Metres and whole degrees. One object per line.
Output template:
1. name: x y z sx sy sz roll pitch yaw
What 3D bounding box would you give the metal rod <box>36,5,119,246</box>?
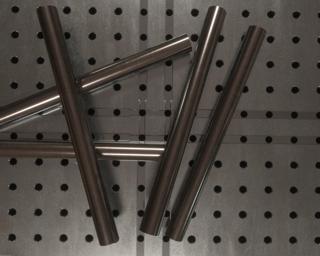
1. metal rod: -0.102 -0.003 0.385 0.025 0.025 0.298 -15 90 0

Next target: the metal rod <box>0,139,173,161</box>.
1. metal rod: -0.123 0.029 0.411 0.302 0.025 0.025 2 90 -1

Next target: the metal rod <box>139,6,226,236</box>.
1. metal rod: 0.032 -0.015 0.394 0.025 0.025 0.299 18 82 -1

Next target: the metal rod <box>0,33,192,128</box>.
1. metal rod: -0.102 -0.058 0.411 0.301 0.025 0.025 -22 90 -1

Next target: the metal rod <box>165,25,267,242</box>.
1. metal rod: 0.074 0.007 0.414 0.025 0.025 0.299 22 90 -1
